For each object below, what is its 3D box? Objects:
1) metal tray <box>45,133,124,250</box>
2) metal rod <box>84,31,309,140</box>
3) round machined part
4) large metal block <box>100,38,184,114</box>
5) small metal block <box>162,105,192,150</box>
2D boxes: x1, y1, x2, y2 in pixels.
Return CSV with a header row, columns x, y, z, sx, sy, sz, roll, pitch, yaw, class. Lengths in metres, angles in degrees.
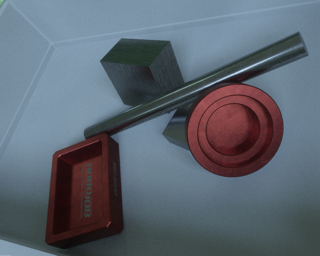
x,y,z,sx,sy,sz,roll,pitch,yaw,class
-0.097,0.078,0.400,0.090,0.030,0.130,-20,52,15,metal tray
0.017,-0.035,0.372,0.300,0.025,0.025,-21,53,32,metal rod
0.076,0.000,0.332,0.098,0.098,0.042,-34,12,6,round machined part
-0.020,-0.071,0.417,0.080,0.080,0.050,14,56,33,large metal block
0.039,0.000,0.384,0.050,0.025,0.050,22,73,35,small metal block
